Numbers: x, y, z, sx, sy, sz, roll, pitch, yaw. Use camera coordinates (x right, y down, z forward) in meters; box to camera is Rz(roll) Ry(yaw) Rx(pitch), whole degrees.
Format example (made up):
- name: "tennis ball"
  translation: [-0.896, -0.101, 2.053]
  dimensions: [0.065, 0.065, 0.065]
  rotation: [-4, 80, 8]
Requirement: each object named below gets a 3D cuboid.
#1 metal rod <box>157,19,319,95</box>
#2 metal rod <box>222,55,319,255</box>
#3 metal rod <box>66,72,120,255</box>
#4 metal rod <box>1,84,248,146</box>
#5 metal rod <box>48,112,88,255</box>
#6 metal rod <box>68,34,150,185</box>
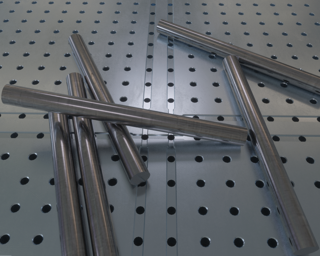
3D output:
- name: "metal rod"
  translation: [0.126, -0.121, 0.509]
  dimensions: [0.300, 0.025, 0.025]
  rotation: [27, 55, 21]
- name: "metal rod"
  translation: [0.128, 0.007, 0.402]
  dimensions: [0.025, 0.025, 0.300]
  rotation: [-5, 50, -4]
- name: "metal rod"
  translation: [-0.087, 0.036, 0.377]
  dimensions: [0.025, 0.025, 0.300]
  rotation: [-13, 51, -11]
- name: "metal rod"
  translation: [-0.040, -0.015, 0.389]
  dimensions: [0.302, 0.025, 0.025]
  rotation: [10, 50, -4]
- name: "metal rod"
  translation: [-0.103, 0.073, 0.345]
  dimensions: [0.025, 0.025, 0.300]
  rotation: [-13, 51, -11]
- name: "metal rod"
  translation: [-0.084, -0.047, 0.446]
  dimensions: [0.025, 0.025, 0.300]
  rotation: [-19, 53, -15]
